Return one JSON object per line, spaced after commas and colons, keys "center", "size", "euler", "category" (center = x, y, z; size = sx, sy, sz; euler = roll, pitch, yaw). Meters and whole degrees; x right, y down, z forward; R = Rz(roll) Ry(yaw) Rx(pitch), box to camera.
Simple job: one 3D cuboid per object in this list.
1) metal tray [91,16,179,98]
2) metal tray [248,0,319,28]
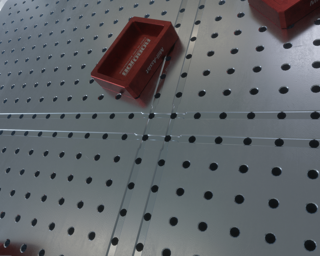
{"center": [-0.041, -0.117, 0.499], "size": [0.090, 0.030, 0.130], "euler": [23, 74, 36], "category": "metal tray"}
{"center": [0.197, -0.204, 0.427], "size": [0.130, 0.030, 0.090], "euler": [-33, 51, 6], "category": "metal tray"}
